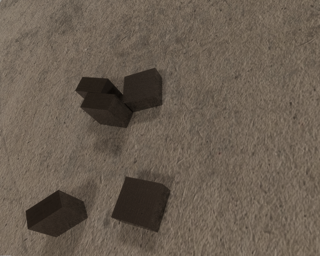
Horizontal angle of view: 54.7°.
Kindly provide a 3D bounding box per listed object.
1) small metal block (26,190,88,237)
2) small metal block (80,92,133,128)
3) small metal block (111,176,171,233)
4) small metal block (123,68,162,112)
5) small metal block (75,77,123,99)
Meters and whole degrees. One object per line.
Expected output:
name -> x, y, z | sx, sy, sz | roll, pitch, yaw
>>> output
small metal block -> -0.128, 0.108, 0.387 | 0.050, 0.050, 0.025 | -33, 52, 6
small metal block -> -0.075, -0.025, 0.441 | 0.050, 0.050, 0.025 | 8, 66, 31
small metal block -> -0.022, 0.088, 0.360 | 0.050, 0.025, 0.050 | 5, 64, 30
small metal block -> -0.025, -0.054, 0.449 | 0.050, 0.025, 0.050 | -13, 56, 21
small metal block -> -0.088, -0.050, 0.463 | 0.050, 0.050, 0.025 | 9, 66, 31
